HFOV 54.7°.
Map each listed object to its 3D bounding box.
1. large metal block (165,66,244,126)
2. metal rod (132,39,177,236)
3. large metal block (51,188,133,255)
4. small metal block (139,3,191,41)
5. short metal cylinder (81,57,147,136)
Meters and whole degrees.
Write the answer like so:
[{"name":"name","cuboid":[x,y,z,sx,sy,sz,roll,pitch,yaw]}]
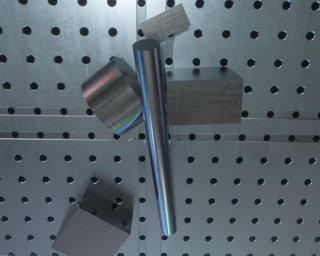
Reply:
[{"name":"large metal block","cuboid":[0.048,-0.041,0.370,0.081,0.080,0.050,-2,110,0]},{"name":"metal rod","cuboid":[0.000,0.038,0.377,0.025,0.025,0.298,-5,129,1]},{"name":"large metal block","cuboid":[-0.097,0.149,0.454,0.080,0.050,0.080,32,107,-12]},{"name":"small metal block","cuboid":[0.005,-0.120,0.356,0.050,0.050,0.025,-24,109,8]},{"name":"short metal cylinder","cuboid":[-0.047,-0.037,0.370,0.050,0.080,0.080,-36,107,12]}]
